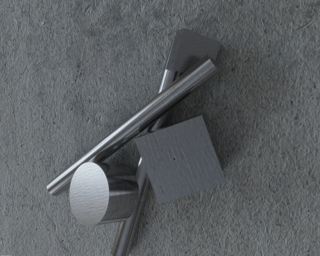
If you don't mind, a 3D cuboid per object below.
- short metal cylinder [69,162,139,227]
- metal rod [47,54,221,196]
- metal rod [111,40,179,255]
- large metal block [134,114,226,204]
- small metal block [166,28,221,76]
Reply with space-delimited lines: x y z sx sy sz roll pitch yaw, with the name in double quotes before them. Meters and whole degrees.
"short metal cylinder" -0.075 0.086 0.410 0.080 0.050 0.080 -7 79 39
"metal rod" -0.049 0.009 0.409 0.299 0.025 0.025 -37 78 23
"metal rod" -0.014 0.033 0.414 0.025 0.025 0.298 18 96 19
"large metal block" 0.025 0.034 0.372 0.080 0.050 0.080 -20 93 6
"small metal block" 0.041 -0.089 0.382 0.050 0.025 0.050 14 96 -21
